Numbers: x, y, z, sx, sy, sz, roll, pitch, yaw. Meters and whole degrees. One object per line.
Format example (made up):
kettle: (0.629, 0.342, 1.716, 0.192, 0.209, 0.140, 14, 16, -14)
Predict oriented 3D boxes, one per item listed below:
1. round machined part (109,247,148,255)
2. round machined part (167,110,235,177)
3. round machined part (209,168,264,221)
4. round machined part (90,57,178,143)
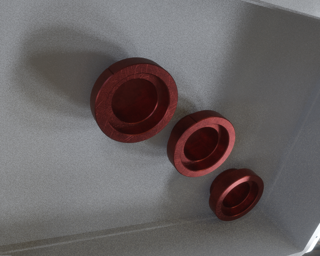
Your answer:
round machined part: (-0.058, 0.253, 0.525, 0.099, 0.042, 0.097, -14, 124, -21)
round machined part: (0.053, 0.018, 0.437, 0.099, 0.042, 0.097, -14, 124, -21)
round machined part: (0.126, 0.109, 0.533, 0.099, 0.042, 0.097, -14, 124, -21)
round machined part: (-0.032, -0.035, 0.358, 0.099, 0.042, 0.097, -14, 124, -21)
